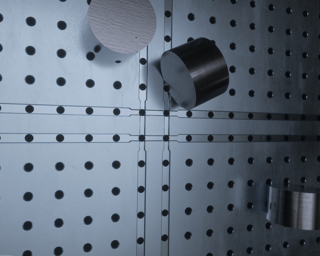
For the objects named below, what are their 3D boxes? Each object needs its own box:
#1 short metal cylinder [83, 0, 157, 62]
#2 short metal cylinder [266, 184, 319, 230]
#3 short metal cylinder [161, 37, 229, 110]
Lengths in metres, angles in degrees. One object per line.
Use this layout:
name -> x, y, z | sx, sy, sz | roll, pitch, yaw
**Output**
short metal cylinder -> -0.051, -0.126, 0.381 | 0.081, 0.050, 0.079 | 0, 90, -20
short metal cylinder -> 0.202, 0.114, 0.460 | 0.081, 0.080, 0.050 | 4, 89, -20
short metal cylinder -> 0.043, -0.070, 0.401 | 0.050, 0.080, 0.080 | -27, 99, -18
